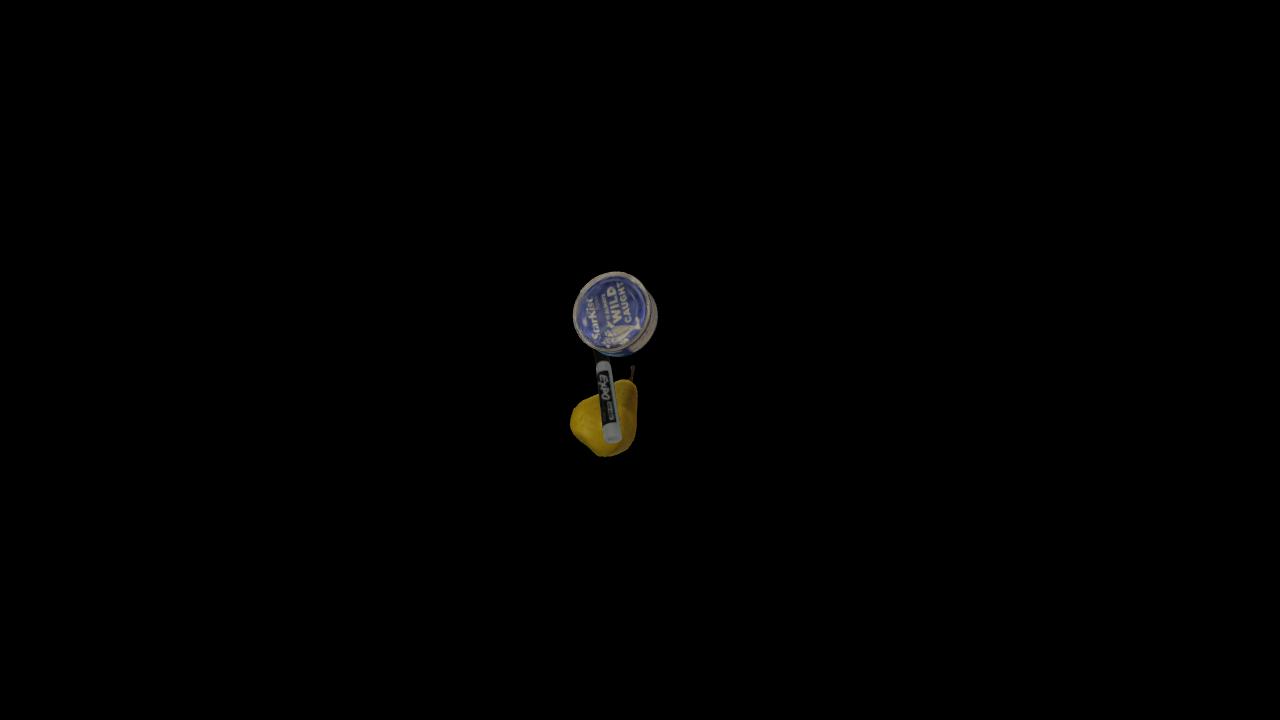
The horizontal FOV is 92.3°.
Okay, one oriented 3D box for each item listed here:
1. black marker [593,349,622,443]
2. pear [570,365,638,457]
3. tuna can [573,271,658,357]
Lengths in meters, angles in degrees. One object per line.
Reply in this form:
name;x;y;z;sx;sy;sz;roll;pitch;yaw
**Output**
black marker;-0.036;0.031;0.660;0.020;0.121;0.020;-7;-33;-5
pear;-0.029;0.061;0.740;0.080;0.111;0.080;40;-10;9
tuna can;-0.025;-0.046;0.634;0.084;0.084;0.034;0;-12;17
